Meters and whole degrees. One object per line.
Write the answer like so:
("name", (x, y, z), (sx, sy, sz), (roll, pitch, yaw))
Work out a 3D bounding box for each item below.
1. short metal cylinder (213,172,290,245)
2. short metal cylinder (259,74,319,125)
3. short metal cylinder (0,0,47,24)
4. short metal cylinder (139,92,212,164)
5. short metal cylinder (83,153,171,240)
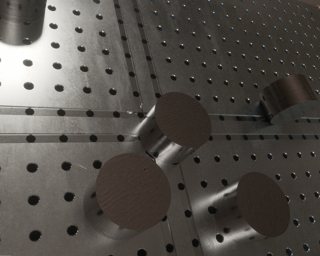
("short metal cylinder", (0.115, 0.102, 0.394), (0.081, 0.050, 0.080), (14, 56, -21))
("short metal cylinder", (0.215, -0.046, 0.520), (0.081, 0.080, 0.050), (-2, 63, -30))
("short metal cylinder", (-0.189, -0.185, 0.404), (0.081, 0.050, 0.080), (14, 56, -21))
("short metal cylinder", (0.019, 0.000, 0.404), (0.081, 0.050, 0.080), (14, 56, -21))
("short metal cylinder", (-0.035, 0.073, 0.330), (0.081, 0.050, 0.080), (14, 56, -21))
